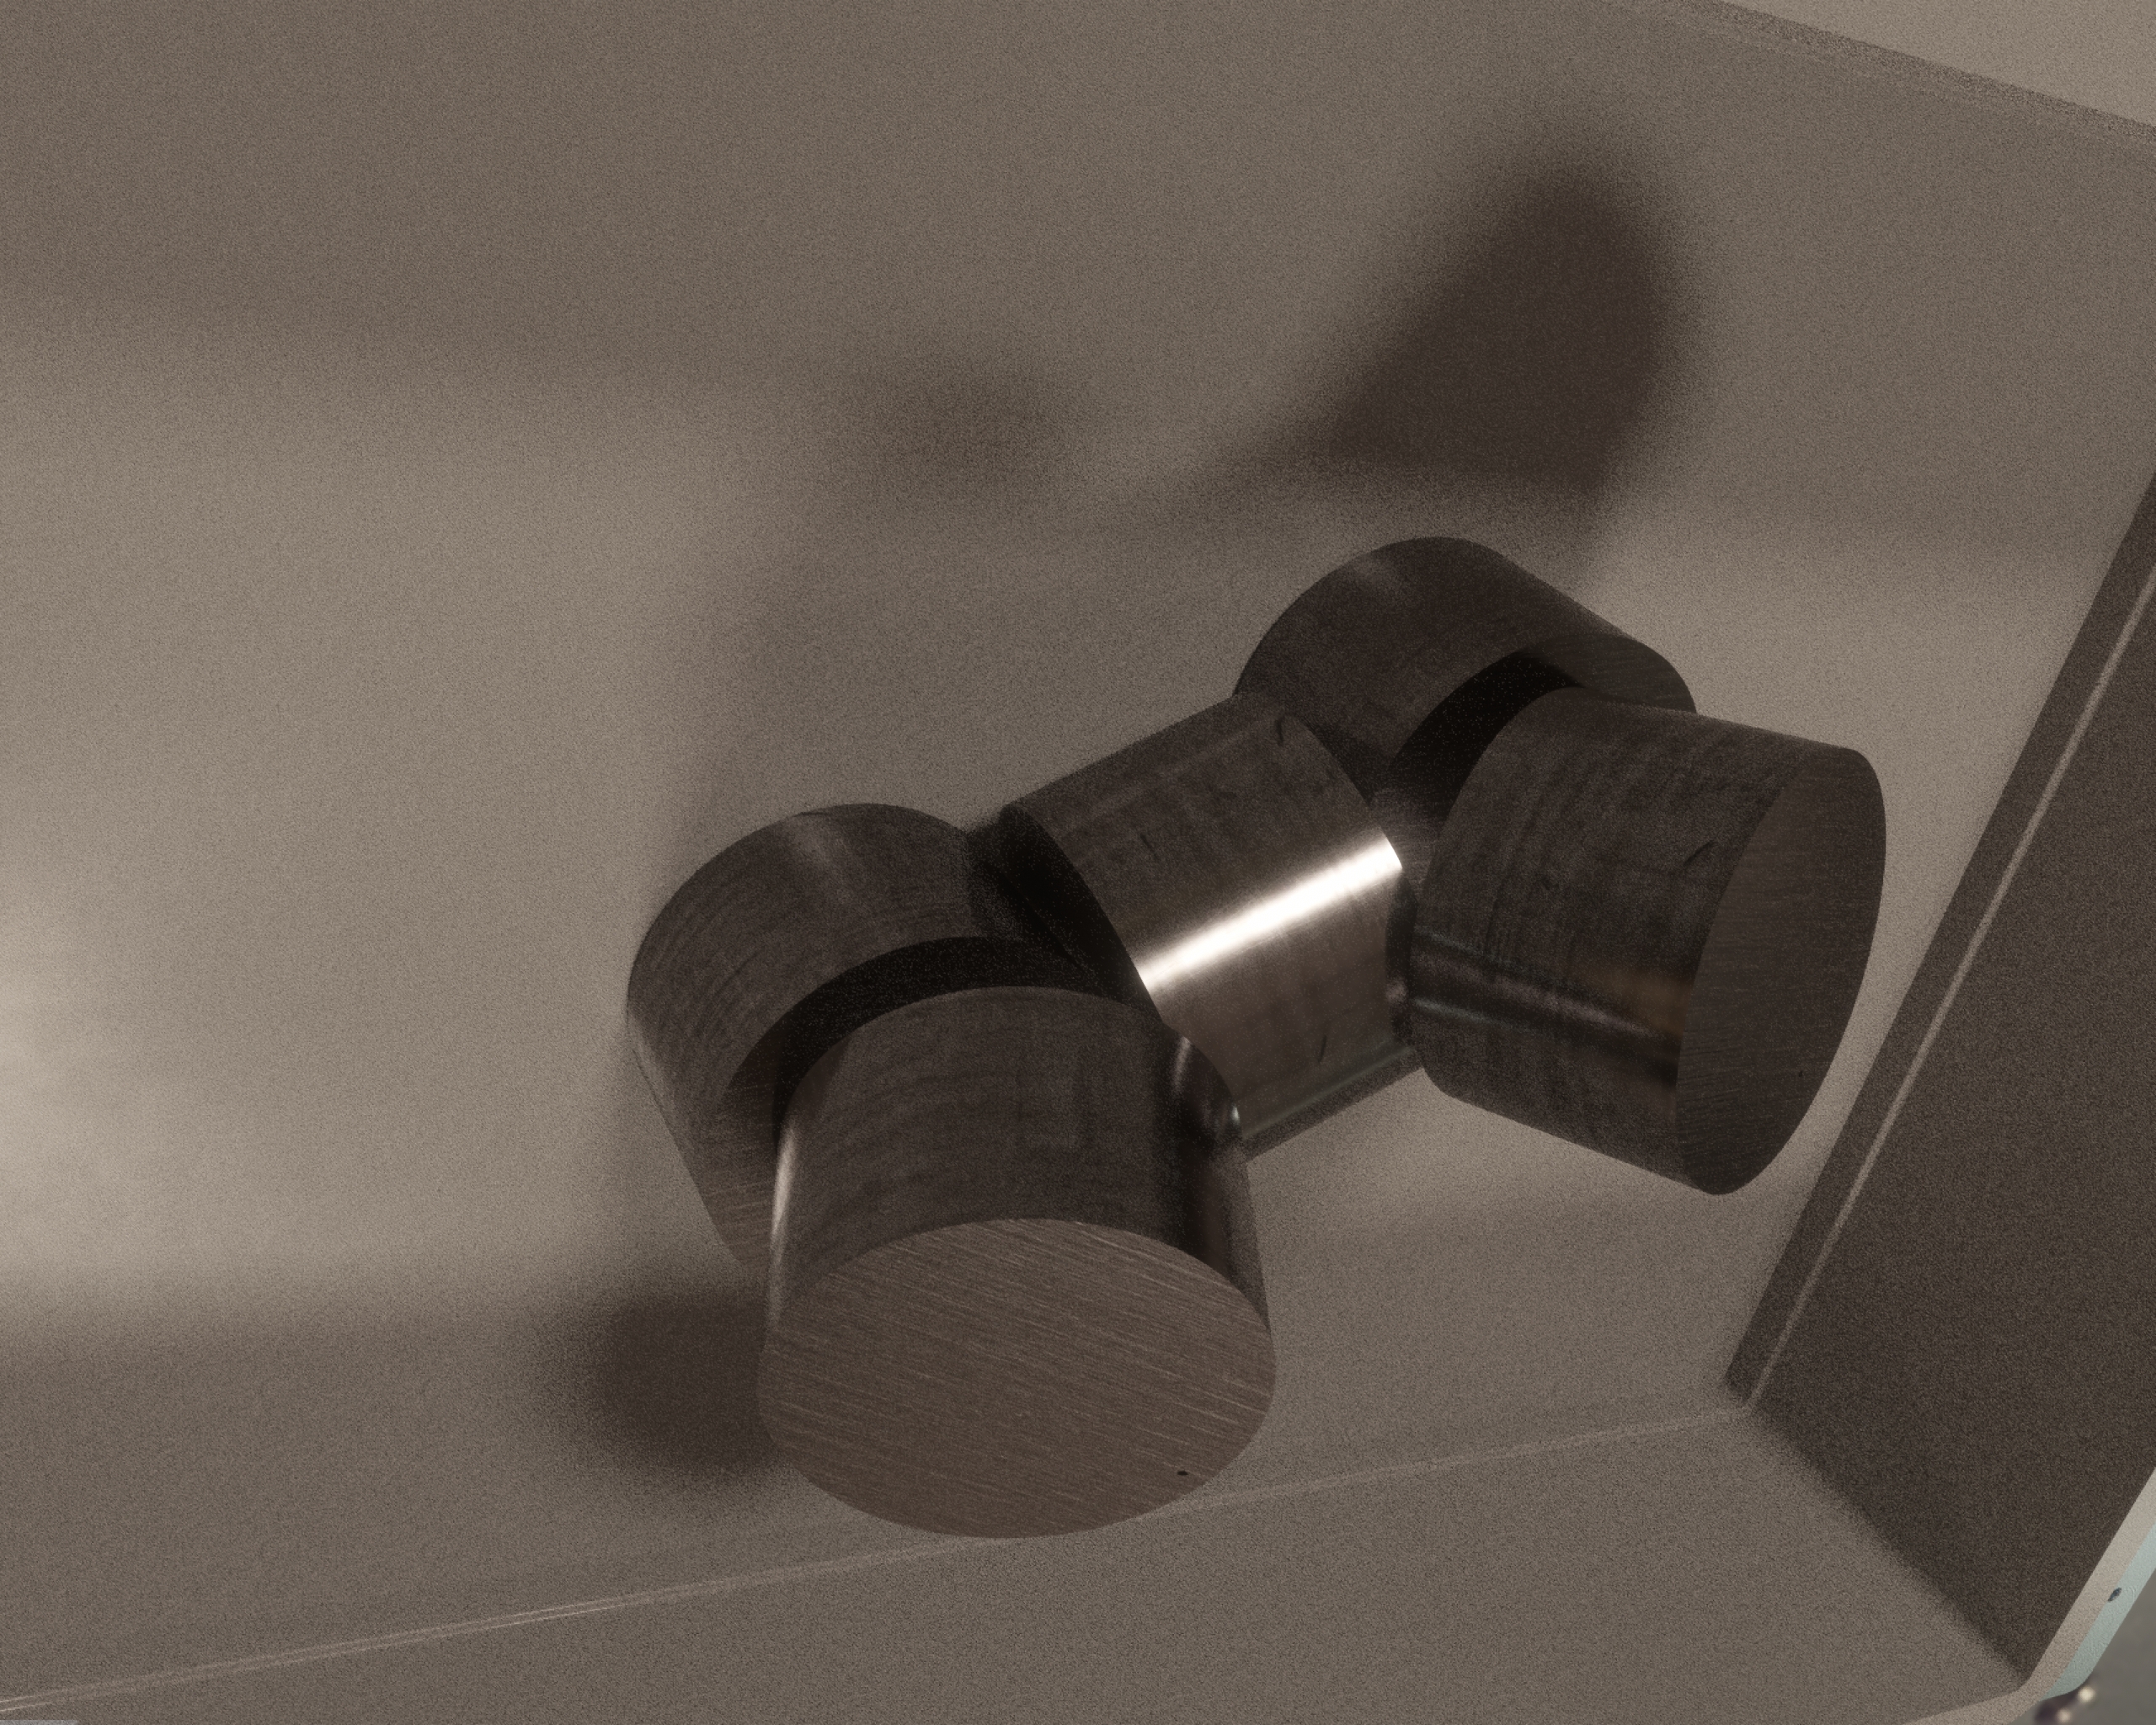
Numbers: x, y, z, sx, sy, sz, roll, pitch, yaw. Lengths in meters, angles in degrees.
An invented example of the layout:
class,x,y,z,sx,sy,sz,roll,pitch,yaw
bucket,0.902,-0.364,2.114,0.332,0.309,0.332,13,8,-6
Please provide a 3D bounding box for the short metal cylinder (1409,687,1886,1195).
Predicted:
class,x,y,z,sx,sy,sz,roll,pitch,yaw
short metal cylinder,0.103,0.013,0.372,0.081,0.050,0.079,-24,123,-44

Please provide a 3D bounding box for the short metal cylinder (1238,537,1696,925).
class,x,y,z,sx,sy,sz,roll,pitch,yaw
short metal cylinder,0.077,-0.019,0.423,0.081,0.050,0.079,-14,125,-21

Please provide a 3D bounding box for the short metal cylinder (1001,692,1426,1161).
class,x,y,z,sx,sy,sz,roll,pitch,yaw
short metal cylinder,0.026,0.014,0.396,0.050,0.080,0.080,-27,128,-12

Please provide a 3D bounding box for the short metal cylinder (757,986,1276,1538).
class,x,y,z,sx,sy,sz,roll,pitch,yaw
short metal cylinder,-0.010,0.067,0.344,0.081,0.050,0.079,-2,129,-2

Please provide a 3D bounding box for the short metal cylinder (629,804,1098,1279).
class,x,y,z,sx,sy,sz,roll,pitch,yaw
short metal cylinder,-0.038,0.036,0.393,0.081,0.050,0.079,-14,125,-21
